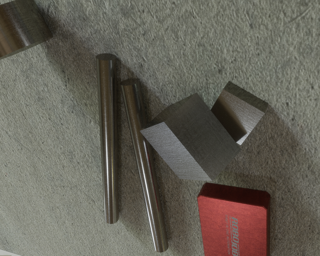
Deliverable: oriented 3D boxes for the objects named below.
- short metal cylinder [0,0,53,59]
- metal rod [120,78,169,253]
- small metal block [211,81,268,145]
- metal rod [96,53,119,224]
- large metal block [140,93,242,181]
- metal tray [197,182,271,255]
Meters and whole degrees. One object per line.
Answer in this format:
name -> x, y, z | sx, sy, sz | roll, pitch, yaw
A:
short metal cylinder -> -0.184, -0.123, 0.390 | 0.080, 0.080, 0.050 | -11, 113, 32
metal rod -> -0.018, 0.072, 0.459 | 0.025, 0.025, 0.298 | 5, 121, 25
small metal block -> 0.085, -0.017, 0.351 | 0.050, 0.025, 0.050 | 32, 128, 7
metal rod -> -0.076, 0.036, 0.467 | 0.025, 0.025, 0.298 | 17, 125, 18
large metal block -> 0.032, 0.014, 0.360 | 0.080, 0.050, 0.080 | 51, 159, -8
metal tray -> 0.105, 0.142, 0.435 | 0.090, 0.030, 0.129 | 4, 121, 25
